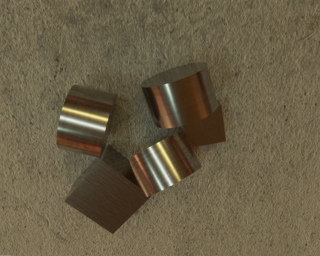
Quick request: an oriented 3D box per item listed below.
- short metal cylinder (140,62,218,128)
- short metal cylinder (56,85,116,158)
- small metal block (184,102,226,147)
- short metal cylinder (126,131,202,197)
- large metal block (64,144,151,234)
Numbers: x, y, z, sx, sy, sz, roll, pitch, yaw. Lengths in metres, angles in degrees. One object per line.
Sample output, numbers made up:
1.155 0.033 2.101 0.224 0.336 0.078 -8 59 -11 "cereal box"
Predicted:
0.023 -0.040 0.366 0.080 0.080 0.050 -17 109 6 "short metal cylinder"
-0.087 -0.008 0.377 0.050 0.080 0.079 14 110 -5 "short metal cylinder"
0.057 -0.005 0.408 0.050 0.025 0.050 -10 110 3 "small metal block"
0.005 0.045 0.390 0.080 0.080 0.050 -29 84 10 "short metal cylinder"
-0.068 0.084 0.427 0.080 0.050 0.080 40 105 -14 "large metal block"
